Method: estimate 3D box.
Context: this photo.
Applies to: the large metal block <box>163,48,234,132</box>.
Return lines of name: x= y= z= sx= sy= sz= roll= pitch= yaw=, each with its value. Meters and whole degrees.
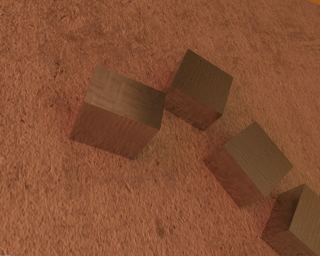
large metal block: x=0.052 y=-0.055 z=0.449 sx=0.080 sy=0.050 sz=0.080 roll=31 pitch=52 yaw=-9

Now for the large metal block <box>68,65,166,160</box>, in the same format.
large metal block: x=-0.049 y=-0.013 z=0.350 sx=0.080 sy=0.080 sz=0.050 roll=21 pitch=54 yaw=-16

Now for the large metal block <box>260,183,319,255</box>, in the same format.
large metal block: x=0.192 y=0.135 z=0.408 sx=0.080 sy=0.050 sz=0.080 roll=42 pitch=51 yaw=1

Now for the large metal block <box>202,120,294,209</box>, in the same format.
large metal block: x=0.120 y=0.048 z=0.423 sx=0.081 sy=0.050 sz=0.080 roll=-30 pitch=79 yaw=-38
